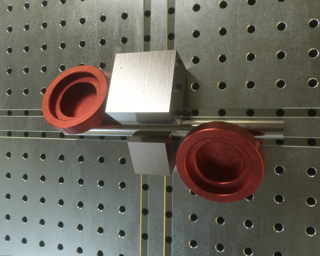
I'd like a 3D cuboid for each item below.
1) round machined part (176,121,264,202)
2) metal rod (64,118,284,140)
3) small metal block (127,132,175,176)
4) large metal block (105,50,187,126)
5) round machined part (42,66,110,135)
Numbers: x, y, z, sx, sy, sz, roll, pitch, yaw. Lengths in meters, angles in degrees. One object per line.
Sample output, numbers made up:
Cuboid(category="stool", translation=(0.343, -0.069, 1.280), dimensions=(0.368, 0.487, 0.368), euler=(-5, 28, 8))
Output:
Cuboid(category="round machined part", translation=(0.071, 0.036, 0.365), dimensions=(0.098, 0.042, 0.097), euler=(8, 118, 16))
Cuboid(category="metal rod", translation=(0.002, 0.000, 0.412), dimensions=(0.301, 0.025, 0.025), euler=(1, 90, 19))
Cuboid(category="small metal block", translation=(-0.010, 0.034, 0.406), dimensions=(0.050, 0.025, 0.050), euler=(1, 119, 20))
Cuboid(category="large metal block", translation=(-0.015, -0.049, 0.393), dimensions=(0.080, 0.050, 0.080), euler=(1, 72, 20))
Cuboid(category="round machined part", translation=(-0.108, -0.035, 0.428), dimensions=(0.098, 0.042, 0.098), euler=(-8, 62, 15))
